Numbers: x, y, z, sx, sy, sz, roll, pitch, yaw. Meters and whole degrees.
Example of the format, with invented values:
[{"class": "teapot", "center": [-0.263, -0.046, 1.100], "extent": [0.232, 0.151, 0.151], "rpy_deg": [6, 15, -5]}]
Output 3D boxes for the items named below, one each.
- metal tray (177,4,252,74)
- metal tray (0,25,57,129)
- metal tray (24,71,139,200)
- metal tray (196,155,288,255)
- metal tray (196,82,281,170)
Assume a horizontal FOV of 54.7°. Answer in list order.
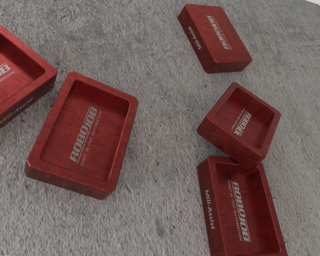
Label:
[{"class": "metal tray", "center": [0.097, -0.159, 0.550], "extent": [0.091, 0.030, 0.130], "rpy_deg": [-10, 67, -32]}, {"class": "metal tray", "center": [-0.188, -0.047, 0.327], "extent": [0.090, 0.030, 0.131], "rpy_deg": [39, 51, -2]}, {"class": "metal tray", "center": [-0.083, 0.006, 0.352], "extent": [0.091, 0.030, 0.130], "rpy_deg": [22, 53, -15]}, {"class": "metal tray", "center": [0.101, 0.103, 0.391], "extent": [0.091, 0.030, 0.130], "rpy_deg": [8, 58, -24]}, {"class": "metal tray", "center": [0.118, -0.009, 0.446], "extent": [0.090, 0.030, 0.131], "rpy_deg": [36, 41, 7]}]
